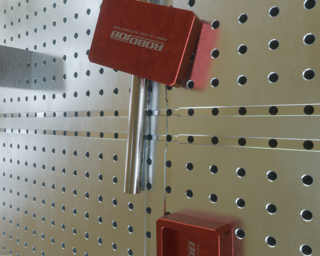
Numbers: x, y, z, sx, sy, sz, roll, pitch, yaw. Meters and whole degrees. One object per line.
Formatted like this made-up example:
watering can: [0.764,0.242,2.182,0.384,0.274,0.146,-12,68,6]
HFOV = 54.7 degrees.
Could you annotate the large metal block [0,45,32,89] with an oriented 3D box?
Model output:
large metal block: [-0.314,-0.122,0.633,0.050,0.081,0.079,5,93,40]

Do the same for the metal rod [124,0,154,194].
metal rod: [-0.029,-0.058,0.432,0.025,0.025,0.298,7,94,40]

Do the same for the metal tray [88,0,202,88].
metal tray: [-0.022,-0.112,0.398,0.130,0.030,0.089,20,99,21]

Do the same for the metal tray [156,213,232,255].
metal tray: [0.040,0.176,0.373,0.090,0.030,0.129,-2,89,40]
